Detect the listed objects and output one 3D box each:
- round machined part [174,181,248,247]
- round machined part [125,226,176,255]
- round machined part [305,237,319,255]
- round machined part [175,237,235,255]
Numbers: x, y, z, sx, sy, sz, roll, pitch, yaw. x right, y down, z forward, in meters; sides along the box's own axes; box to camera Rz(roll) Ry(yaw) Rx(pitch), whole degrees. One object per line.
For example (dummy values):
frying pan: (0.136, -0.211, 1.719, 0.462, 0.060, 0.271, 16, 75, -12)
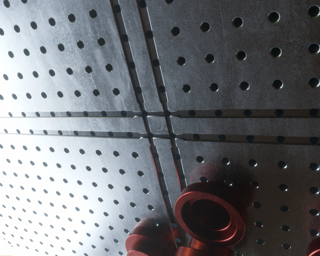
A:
round machined part: (0.073, 0.114, 0.433, 0.098, 0.042, 0.097, 13, 124, 21)
round machined part: (-0.020, 0.227, 0.552, 0.098, 0.042, 0.097, 13, 124, 21)
round machined part: (0.232, 0.165, 0.380, 0.098, 0.042, 0.097, 13, 124, 21)
round machined part: (0.074, 0.197, 0.467, 0.098, 0.042, 0.098, 18, 152, 10)
